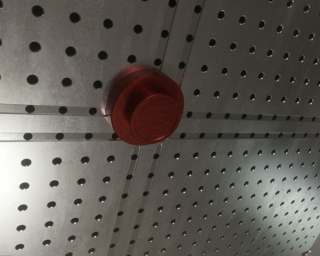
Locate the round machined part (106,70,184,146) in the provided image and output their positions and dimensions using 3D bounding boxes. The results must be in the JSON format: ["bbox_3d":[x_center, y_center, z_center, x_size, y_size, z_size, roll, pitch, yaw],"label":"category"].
[{"bbox_3d":[-0.013,-0.019,0.383,0.099,0.042,0.097,-14,125,-21],"label":"round machined part"}]
